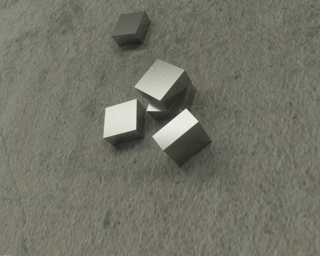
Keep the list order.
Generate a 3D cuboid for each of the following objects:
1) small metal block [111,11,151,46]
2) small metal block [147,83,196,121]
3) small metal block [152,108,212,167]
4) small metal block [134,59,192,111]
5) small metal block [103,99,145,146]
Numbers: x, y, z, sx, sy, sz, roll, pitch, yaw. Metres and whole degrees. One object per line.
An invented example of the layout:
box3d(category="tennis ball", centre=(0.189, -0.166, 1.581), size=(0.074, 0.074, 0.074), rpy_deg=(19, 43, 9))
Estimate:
box3d(category="small metal block", centre=(-0.049, -0.171, 0.533), size=(0.050, 0.025, 0.050), rpy_deg=(3, 63, 29))
box3d(category="small metal block", centre=(0.016, -0.038, 0.417), size=(0.050, 0.025, 0.050), rpy_deg=(3, 63, 29))
box3d(category="small metal block", centre=(0.027, 0.013, 0.365), size=(0.050, 0.050, 0.025), rpy_deg=(-40, 51, 1))
box3d(category="small metal block", centre=(0.004, -0.057, 0.404), size=(0.050, 0.025, 0.050), rpy_deg=(31, 79, 37))
box3d(category="small metal block", centre=(-0.049, -0.007, 0.433), size=(0.050, 0.025, 0.050), rpy_deg=(-14, 56, 19))
